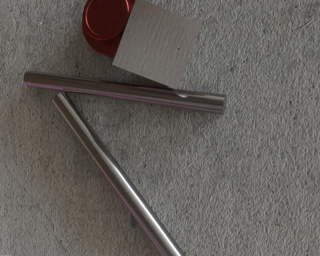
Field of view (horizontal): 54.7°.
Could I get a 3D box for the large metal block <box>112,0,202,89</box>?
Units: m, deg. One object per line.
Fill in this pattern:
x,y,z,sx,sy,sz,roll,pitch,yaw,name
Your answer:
-0.006,-0.101,0.380,0.080,0.050,0.080,20,98,-12,large metal block

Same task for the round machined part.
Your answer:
-0.065,-0.148,0.422,0.098,0.042,0.097,0,90,19,round machined part

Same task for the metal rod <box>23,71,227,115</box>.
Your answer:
-0.061,-0.052,0.429,0.301,0.025,0.025,10,93,19,metal rod

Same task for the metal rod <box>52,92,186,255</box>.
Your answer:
-0.058,0.070,0.428,0.025,0.025,0.300,-42,77,15,metal rod
